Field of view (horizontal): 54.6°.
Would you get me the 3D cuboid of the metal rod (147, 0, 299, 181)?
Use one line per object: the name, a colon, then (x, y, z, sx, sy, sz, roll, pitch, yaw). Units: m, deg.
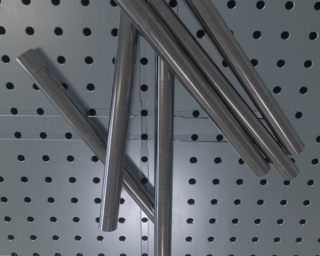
metal rod: (0.087, -0.042, 0.398, 0.025, 0.025, 0.300, -39, 106, 13)

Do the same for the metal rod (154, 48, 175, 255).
metal rod: (0.005, 0.047, 0.414, 0.025, 0.025, 0.298, 0, 104, 0)

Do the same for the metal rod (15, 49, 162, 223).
metal rod: (-0.081, 0.026, 0.422, 0.025, 0.025, 0.300, -33, 107, 11)

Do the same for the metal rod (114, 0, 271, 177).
metal rod: (0.051, -0.044, 0.378, 0.025, 0.025, 0.300, -37, 113, 12)

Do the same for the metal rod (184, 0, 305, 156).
metal rod: (0.096, -0.083, 0.383, 0.025, 0.025, 0.300, -35, 107, 12)

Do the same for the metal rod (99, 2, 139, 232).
metal rod: (-0.051, -0.009, 0.390, 0.025, 0.025, 0.298, 7, 103, -3)
